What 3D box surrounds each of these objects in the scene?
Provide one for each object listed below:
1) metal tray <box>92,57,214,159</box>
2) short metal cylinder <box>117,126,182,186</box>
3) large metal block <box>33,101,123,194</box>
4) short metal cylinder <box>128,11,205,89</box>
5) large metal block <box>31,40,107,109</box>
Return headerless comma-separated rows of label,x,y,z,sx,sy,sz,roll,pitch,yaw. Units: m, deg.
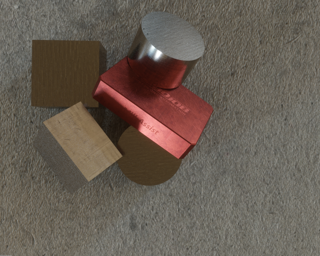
metal tray,-0.005,-0.032,0.380,0.130,0.090,0.030,36,130,0
short metal cylinder,-0.013,0.030,0.399,0.081,0.050,0.080,0,90,0
large metal block,-0.103,0.027,0.376,0.050,0.080,0.080,-38,91,-36
short metal cylinder,0.007,-0.095,0.379,0.081,0.050,0.080,14,53,-18
large metal block,-0.113,-0.065,0.396,0.081,0.050,0.080,1,90,0
